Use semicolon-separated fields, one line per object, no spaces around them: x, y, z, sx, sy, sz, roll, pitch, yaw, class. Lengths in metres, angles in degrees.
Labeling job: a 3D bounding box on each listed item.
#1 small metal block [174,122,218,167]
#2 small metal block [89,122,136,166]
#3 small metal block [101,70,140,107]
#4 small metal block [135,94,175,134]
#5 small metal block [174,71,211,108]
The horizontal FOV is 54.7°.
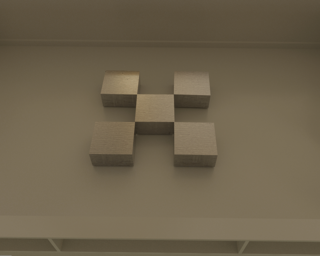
0.043;0.020;0.385;0.050;0.025;0.050;1;50;1;small metal block
-0.057;0.019;0.386;0.050;0.025;0.050;1;50;0;small metal block
-0.056;-0.058;0.450;0.050;0.025;0.050;1;50;1;small metal block
-0.006;-0.019;0.418;0.050;0.025;0.050;0;50;0;small metal block
0.045;-0.057;0.450;0.050;0.025;0.050;2;50;1;small metal block
